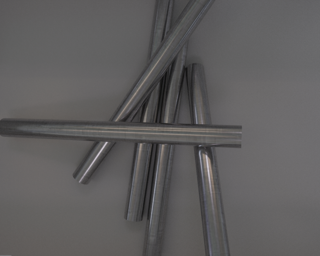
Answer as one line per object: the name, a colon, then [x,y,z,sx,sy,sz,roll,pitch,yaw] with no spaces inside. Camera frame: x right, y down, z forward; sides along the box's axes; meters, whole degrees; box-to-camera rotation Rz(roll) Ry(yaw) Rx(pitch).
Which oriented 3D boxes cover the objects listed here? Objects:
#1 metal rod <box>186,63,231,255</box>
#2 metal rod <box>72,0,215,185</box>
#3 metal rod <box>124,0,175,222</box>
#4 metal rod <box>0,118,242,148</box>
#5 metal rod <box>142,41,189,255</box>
metal rod: [0.055,0.056,0.350,0.025,0.025,0.299,-3,65,0]
metal rod: [-0.019,-0.053,0.386,0.025,0.025,0.299,35,100,0]
metal rod: [-0.014,-0.028,0.411,0.025,0.025,0.298,8,90,0]
metal rod: [-0.058,0.004,0.371,0.301,0.025,0.025,2,90,14]
metal rod: [0.008,0.022,0.411,0.025,0.025,0.298,7,90,0]
